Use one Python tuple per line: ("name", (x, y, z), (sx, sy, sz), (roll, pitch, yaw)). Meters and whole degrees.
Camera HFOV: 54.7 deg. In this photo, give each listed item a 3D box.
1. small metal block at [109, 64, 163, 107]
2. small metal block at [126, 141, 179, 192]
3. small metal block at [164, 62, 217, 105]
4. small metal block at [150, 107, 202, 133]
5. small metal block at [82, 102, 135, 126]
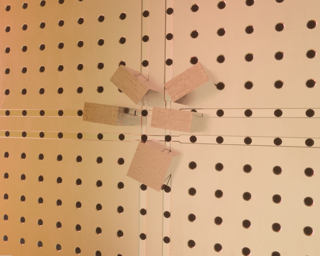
("small metal block", (-0.030, -0.054, 0.409), (0.050, 0.050, 0.025), (42, 103, 15))
("small metal block", (-0.010, 0.050, 0.415), (0.050, 0.025, 0.050), (24, 98, 18))
("small metal block", (0.039, -0.054, 0.385), (0.050, 0.050, 0.025), (-30, 80, 17))
("small metal block", (0.022, -0.010, 0.391), (0.050, 0.050, 0.025), (8, 93, 19))
("small metal block", (-0.069, -0.019, 0.422), (0.050, 0.050, 0.025), (8, 93, 19))
